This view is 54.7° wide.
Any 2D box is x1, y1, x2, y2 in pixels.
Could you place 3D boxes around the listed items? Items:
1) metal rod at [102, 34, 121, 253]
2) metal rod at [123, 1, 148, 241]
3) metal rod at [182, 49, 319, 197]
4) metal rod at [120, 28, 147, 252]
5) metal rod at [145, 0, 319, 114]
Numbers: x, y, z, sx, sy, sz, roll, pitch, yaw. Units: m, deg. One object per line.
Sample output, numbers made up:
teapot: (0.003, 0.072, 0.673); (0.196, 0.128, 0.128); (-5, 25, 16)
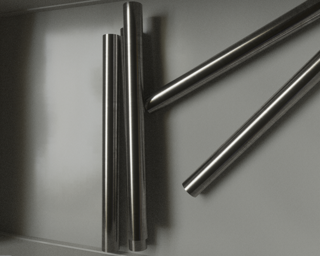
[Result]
metal rod: (-0.068, 0.021, 0.434); (0.025, 0.025, 0.298); (0, 90, 20)
metal rod: (-0.032, -0.009, 0.397); (0.025, 0.025, 0.298); (-2, 89, 20)
metal rod: (0.138, -0.026, 0.361); (0.299, 0.025, 0.025); (-47, 76, 14)
metal rod: (-0.036, 0.014, 0.423); (0.025, 0.025, 0.298); (-3, 89, 20)
metal rod: (0.109, -0.099, 0.371); (0.300, 0.025, 0.025); (-29, 81, 17)
